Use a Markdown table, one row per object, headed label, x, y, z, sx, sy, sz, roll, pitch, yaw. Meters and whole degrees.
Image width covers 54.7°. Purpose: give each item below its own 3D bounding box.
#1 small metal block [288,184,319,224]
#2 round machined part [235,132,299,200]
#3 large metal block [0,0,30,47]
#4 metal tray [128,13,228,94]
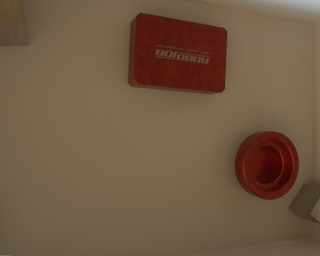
| label | x | y | z | sx | sy | sz | roll | pitch | yaw |
| --- | --- | --- | --- | --- | --- | --- | --- | --- | --- |
| small metal block | 0.239 | 0.117 | 0.487 | 0.025 | 0.050 | 0.050 | 40 | 77 | -8 |
| round machined part | 0.153 | 0.054 | 0.460 | 0.099 | 0.042 | 0.097 | 0 | 90 | -21 |
| large metal block | -0.169 | -0.133 | 0.319 | 0.050 | 0.080 | 0.079 | -9 | 93 | -20 |
| metal tray | 0.026 | -0.096 | 0.418 | 0.131 | 0.030 | 0.089 | 3 | 89 | -21 |
